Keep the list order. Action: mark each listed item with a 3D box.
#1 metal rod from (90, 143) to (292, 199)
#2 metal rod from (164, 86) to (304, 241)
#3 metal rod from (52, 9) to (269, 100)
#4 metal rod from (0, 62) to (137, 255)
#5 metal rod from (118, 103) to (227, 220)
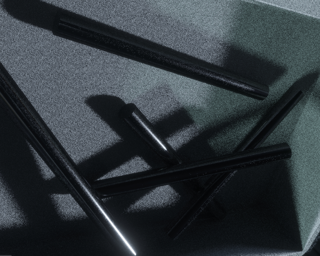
[{"bbox_3d":[0.039,0.060,0.429,0.302,0.025,0.025,-10,124,-10],"label":"metal rod"},{"bbox_3d":[0.116,0.052,0.481,0.300,0.025,0.025,-47,130,-4],"label":"metal rod"},{"bbox_3d":[0.027,-0.077,0.375,0.302,0.025,0.025,11,113,-33],"label":"metal rod"},{"bbox_3d":[-0.102,0.060,0.362,0.025,0.025,0.299,-31,120,-8],"label":"metal rod"},{"bbox_3d":[0.035,0.068,0.469,0.025,0.025,0.300,-41,130,-1],"label":"metal rod"}]
